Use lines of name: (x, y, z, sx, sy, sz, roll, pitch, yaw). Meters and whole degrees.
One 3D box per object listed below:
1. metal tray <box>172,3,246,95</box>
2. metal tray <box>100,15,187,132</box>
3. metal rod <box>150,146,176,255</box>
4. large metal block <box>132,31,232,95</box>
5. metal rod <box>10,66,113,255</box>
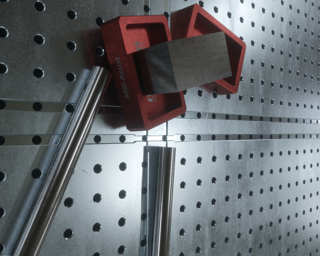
metal tray: (0.076, -0.114, 0.471, 0.131, 0.030, 0.090, 22, 76, -38)
metal tray: (-0.015, -0.070, 0.383, 0.091, 0.030, 0.129, -26, 107, -48)
metal rod: (-0.001, 0.174, 0.410, 0.025, 0.025, 0.298, 7, 86, -40)
large metal block: (0.021, -0.072, 0.354, 0.081, 0.080, 0.050, -20, 103, -33)
metal rod: (-0.113, 0.072, 0.315, 0.025, 0.025, 0.299, 31, 71, -36)
